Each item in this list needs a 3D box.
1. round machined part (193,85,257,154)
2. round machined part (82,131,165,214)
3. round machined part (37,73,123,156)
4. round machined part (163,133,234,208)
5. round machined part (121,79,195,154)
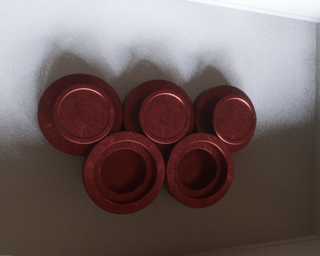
[{"bbox_3d":[0.094,-0.012,0.433,0.099,0.042,0.097,0,89,-20],"label":"round machined part"},{"bbox_3d":[-0.046,0.052,0.382,0.099,0.042,0.097,0,90,-20],"label":"round machined part"},{"bbox_3d":[-0.091,-0.016,0.365,0.099,0.042,0.097,0,89,-21],"label":"round machined part"},{"bbox_3d":[0.046,0.054,0.417,0.099,0.042,0.097,0,90,-20],"label":"round machined part"},{"bbox_3d":[0.001,-0.014,0.399,0.099,0.042,0.097,0,89,-20],"label":"round machined part"}]
